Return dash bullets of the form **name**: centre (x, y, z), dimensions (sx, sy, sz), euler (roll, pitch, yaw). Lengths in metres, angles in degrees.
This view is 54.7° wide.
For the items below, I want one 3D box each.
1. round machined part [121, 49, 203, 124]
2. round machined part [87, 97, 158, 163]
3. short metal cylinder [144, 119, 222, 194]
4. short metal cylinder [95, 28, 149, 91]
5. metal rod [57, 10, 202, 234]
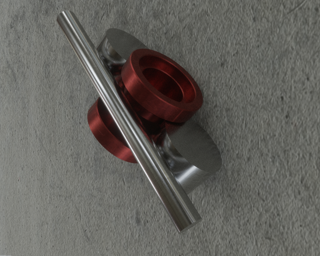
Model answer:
- **round machined part**: centre (-0.002, -0.043, 0.359), dimensions (0.042, 0.099, 0.098), euler (-49, 61, 34)
- **round machined part**: centre (-0.037, -0.008, 0.385), dimensions (0.042, 0.099, 0.098), euler (-45, 64, 26)
- **short metal cylinder**: centre (0.023, 0.030, 0.350), dimensions (0.050, 0.081, 0.080), euler (-46, 63, 30)
- **short metal cylinder**: centre (-0.049, -0.085, 0.408), dimensions (0.050, 0.081, 0.080), euler (-46, 63, 30)
- **metal rod**: centre (-0.047, -0.026, 0.339), dimensions (0.025, 0.025, 0.299), euler (-47, 62, 29)
